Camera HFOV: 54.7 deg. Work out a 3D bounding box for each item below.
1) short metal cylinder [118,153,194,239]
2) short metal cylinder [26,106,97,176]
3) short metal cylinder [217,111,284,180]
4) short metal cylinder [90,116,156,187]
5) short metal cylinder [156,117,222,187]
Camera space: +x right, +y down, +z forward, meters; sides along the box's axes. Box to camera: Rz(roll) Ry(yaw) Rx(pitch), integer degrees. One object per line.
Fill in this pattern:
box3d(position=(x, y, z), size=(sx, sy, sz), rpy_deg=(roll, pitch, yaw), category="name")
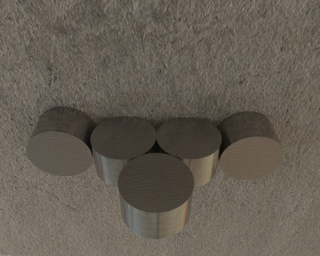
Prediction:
box3d(position=(-0.004, 0.074, 0.344), size=(0.081, 0.080, 0.050), rpy_deg=(1, 131, -1), category="short metal cylinder")
box3d(position=(-0.125, 0.018, 0.406), size=(0.081, 0.050, 0.079), rpy_deg=(-1, 130, 0), category="short metal cylinder")
box3d(position=(0.116, 0.024, 0.413), size=(0.081, 0.050, 0.079), rpy_deg=(-1, 131, 0), category="short metal cylinder")
box3d(position=(-0.045, 0.029, 0.397), size=(0.081, 0.080, 0.050), rpy_deg=(0, 130, 0), category="short metal cylinder")
box3d(position=(0.036, 0.029, 0.398), size=(0.081, 0.080, 0.050), rpy_deg=(0, 129, 0), category="short metal cylinder")
